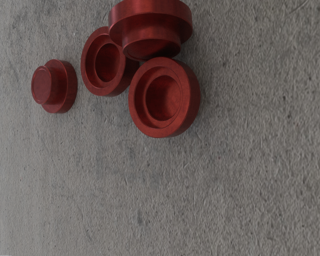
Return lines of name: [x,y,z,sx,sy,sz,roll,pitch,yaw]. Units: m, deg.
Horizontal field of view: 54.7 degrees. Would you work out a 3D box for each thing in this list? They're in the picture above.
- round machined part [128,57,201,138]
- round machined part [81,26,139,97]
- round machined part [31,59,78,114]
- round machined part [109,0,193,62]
round machined part: [0.009,-0.037,0.386,0.098,0.042,0.097,0,90,40]
round machined part: [-0.069,-0.094,0.451,0.098,0.042,0.097,0,90,40]
round machined part: [-0.194,-0.075,0.555,0.098,0.042,0.097,0,90,40]
round machined part: [-0.010,-0.109,0.364,0.098,0.099,0.042,-11,78,39]
